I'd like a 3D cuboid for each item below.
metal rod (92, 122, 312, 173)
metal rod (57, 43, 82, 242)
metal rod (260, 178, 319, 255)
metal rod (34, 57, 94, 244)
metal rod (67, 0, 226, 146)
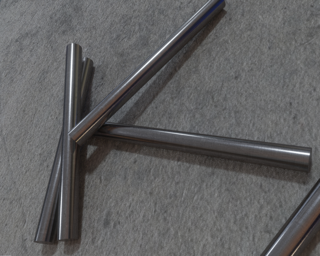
[{"bbox_3d":[0.020,0.016,0.382,0.300,0.025,0.025,7,65,31],"label":"metal rod"},{"bbox_3d":[-0.127,0.003,0.443,0.025,0.025,0.299,-16,62,19],"label":"metal rod"},{"bbox_3d":[0.112,0.109,0.278,0.300,0.025,0.025,-49,52,-7],"label":"metal rod"},{"bbox_3d":[-0.137,0.015,0.464,0.025,0.025,0.299,-10,57,22],"label":"metal rod"},{"bbox_3d":[-0.012,-0.089,0.444,0.301,0.025,0.025,-46,51,-12],"label":"metal rod"}]
